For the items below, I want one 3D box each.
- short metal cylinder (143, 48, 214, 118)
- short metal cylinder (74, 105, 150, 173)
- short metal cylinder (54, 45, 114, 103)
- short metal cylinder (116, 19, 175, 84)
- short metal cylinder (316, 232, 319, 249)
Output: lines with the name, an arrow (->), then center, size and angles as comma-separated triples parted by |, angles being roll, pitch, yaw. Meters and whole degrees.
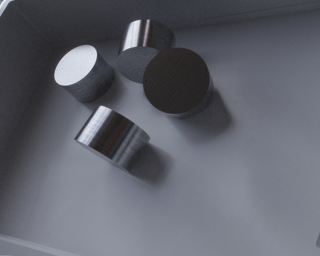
short metal cylinder -> 0.025, -0.054, 0.389 | 0.080, 0.050, 0.080 | -1, 85, 14
short metal cylinder -> -0.060, 0.015, 0.391 | 0.080, 0.080, 0.050 | 21, 73, 35
short metal cylinder -> -0.123, -0.088, 0.506 | 0.080, 0.050, 0.080 | -13, 56, 20
short metal cylinder -> -0.019, -0.107, 0.444 | 0.080, 0.080, 0.050 | -9, 58, 23
short metal cylinder -> 0.165, 0.072, 0.240 | 0.050, 0.080, 0.080 | 28, 77, 37
